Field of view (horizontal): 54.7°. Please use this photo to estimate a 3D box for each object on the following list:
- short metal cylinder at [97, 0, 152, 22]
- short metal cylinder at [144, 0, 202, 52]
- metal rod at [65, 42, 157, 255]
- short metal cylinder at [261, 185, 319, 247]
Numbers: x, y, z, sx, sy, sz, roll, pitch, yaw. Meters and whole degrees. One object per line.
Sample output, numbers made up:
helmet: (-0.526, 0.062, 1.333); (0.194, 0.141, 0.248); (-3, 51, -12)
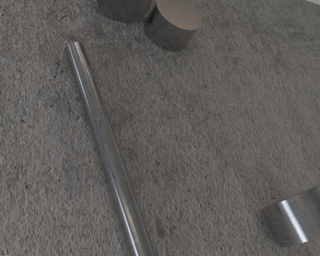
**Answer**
short metal cylinder: (-0.054, -0.208, 0.466); (0.081, 0.080, 0.050); (7, 59, -25)
short metal cylinder: (0.020, -0.172, 0.504); (0.081, 0.050, 0.080); (14, 56, -21)
metal rod: (-0.059, 0.026, 0.355); (0.025, 0.025, 0.299); (-9, 66, -32)
short metal cylinder: (0.179, 0.112, 0.396); (0.081, 0.080, 0.050); (-11, 67, -33)
